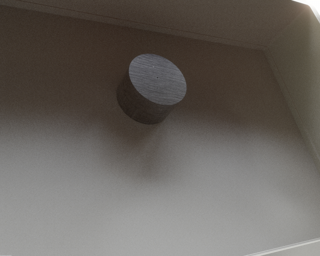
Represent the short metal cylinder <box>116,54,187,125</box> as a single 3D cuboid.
[{"bbox_3d":[-0.012,-0.051,0.414,0.081,0.050,0.080,13,56,-21],"label":"short metal cylinder"}]
